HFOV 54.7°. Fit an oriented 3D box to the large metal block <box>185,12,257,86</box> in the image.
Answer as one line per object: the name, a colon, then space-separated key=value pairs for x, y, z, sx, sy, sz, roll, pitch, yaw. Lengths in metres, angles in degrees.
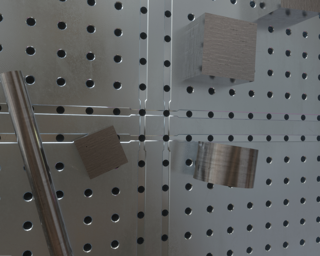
large metal block: x=0.084 y=-0.106 z=0.432 sx=0.081 sy=0.050 sz=0.079 roll=4 pitch=89 yaw=-20

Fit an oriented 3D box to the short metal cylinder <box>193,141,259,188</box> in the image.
short metal cylinder: x=0.088 y=0.048 z=0.418 sx=0.081 sy=0.080 sz=0.050 roll=10 pitch=87 yaw=-20

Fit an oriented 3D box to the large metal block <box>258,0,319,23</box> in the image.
large metal block: x=0.199 y=-0.212 z=0.475 sx=0.081 sy=0.050 sz=0.079 roll=-2 pitch=91 yaw=-20

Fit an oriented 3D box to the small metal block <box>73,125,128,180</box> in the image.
small metal block: x=-0.074 y=0.029 z=0.386 sx=0.050 sy=0.025 sz=0.050 roll=-24 pitch=98 yaw=-19

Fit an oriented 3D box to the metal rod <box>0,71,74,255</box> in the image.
metal rod: x=-0.134 y=0.082 z=0.363 sx=0.025 sy=0.025 sz=0.298 roll=-15 pitch=95 yaw=-20
